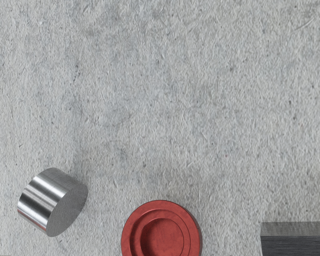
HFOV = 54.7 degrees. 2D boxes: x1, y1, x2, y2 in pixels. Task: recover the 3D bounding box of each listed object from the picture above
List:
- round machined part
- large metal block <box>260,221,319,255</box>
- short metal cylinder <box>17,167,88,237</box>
[{"bbox_3d":[0.005,0.142,0.387,0.098,0.042,0.098,-6,70,16],"label":"round machined part"},{"bbox_3d":[0.158,0.150,0.340,0.080,0.050,0.080,-7,88,19],"label":"large metal block"},{"bbox_3d":[-0.146,0.102,0.430,0.050,0.080,0.080,27,99,18],"label":"short metal cylinder"}]
